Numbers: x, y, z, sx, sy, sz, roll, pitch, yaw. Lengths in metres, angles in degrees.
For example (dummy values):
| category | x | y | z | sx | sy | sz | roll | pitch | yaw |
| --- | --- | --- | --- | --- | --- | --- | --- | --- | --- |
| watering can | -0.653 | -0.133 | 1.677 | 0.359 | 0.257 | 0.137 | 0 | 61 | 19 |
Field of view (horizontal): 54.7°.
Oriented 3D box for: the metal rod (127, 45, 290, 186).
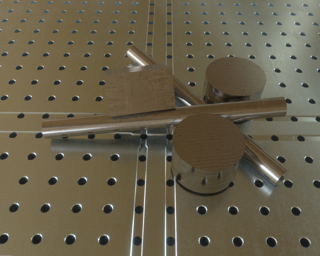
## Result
| category | x | y | z | sx | sy | sz | roll | pitch | yaw |
| --- | --- | --- | --- | --- | --- | --- | --- | --- | --- |
| metal rod | 0.049 | -0.033 | 0.432 | 0.025 | 0.025 | 0.300 | -31 | 57 | -23 |

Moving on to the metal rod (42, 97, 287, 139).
| category | x | y | z | sx | sy | sz | roll | pitch | yaw |
| --- | --- | --- | --- | --- | --- | --- | --- | --- | --- |
| metal rod | 0.003 | -0.012 | 0.391 | 0.302 | 0.025 | 0.025 | -5 | 50 | 3 |

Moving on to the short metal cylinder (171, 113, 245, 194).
| category | x | y | z | sx | sy | sz | roll | pitch | yaw |
| --- | --- | --- | --- | --- | --- | --- | --- | --- | --- |
| short metal cylinder | 0.054 | 0.029 | 0.363 | 0.081 | 0.050 | 0.080 | 0 | 50 | 0 |

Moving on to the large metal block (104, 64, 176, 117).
| category | x | y | z | sx | sy | sz | roll | pitch | yaw |
| --- | --- | --- | --- | --- | --- | --- | --- | --- | --- |
| large metal block | -0.028 | -0.053 | 0.407 | 0.081 | 0.050 | 0.080 | -8 | 16 | -6 |

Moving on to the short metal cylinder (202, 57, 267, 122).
| category | x | y | z | sx | sy | sz | roll | pitch | yaw |
| --- | --- | --- | --- | --- | --- | --- | --- | --- | --- |
| short metal cylinder | 0.102 | -0.055 | 0.434 | 0.081 | 0.050 | 0.080 | 0 | 50 | 0 |
